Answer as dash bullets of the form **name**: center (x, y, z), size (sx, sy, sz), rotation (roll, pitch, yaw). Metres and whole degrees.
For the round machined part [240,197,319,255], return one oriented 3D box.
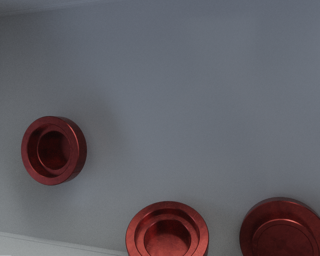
- **round machined part**: center (0.141, 0.132, 0.352), size (0.098, 0.042, 0.097), rotation (0, 90, 19)

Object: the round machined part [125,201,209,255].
- **round machined part**: center (0.010, 0.142, 0.378), size (0.098, 0.098, 0.042), rotation (11, 132, 19)

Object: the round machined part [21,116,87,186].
- **round machined part**: center (-0.148, 0.032, 0.452), size (0.098, 0.042, 0.097), rotation (0, 90, 19)
